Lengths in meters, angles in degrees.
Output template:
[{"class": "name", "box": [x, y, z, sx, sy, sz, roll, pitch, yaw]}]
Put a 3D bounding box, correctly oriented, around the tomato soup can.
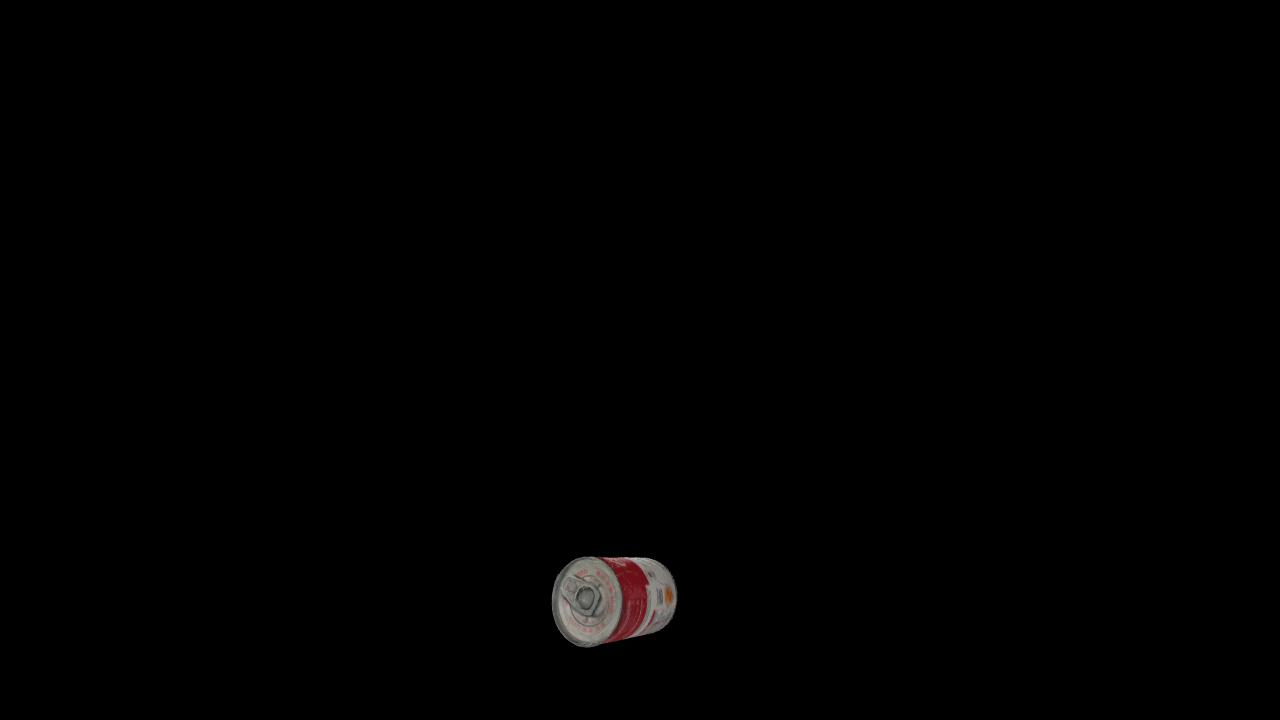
[{"class": "tomato soup can", "box": [-0.018, 0.203, 0.524, 0.068, 0.068, 0.101, 0, -16, 31]}]
